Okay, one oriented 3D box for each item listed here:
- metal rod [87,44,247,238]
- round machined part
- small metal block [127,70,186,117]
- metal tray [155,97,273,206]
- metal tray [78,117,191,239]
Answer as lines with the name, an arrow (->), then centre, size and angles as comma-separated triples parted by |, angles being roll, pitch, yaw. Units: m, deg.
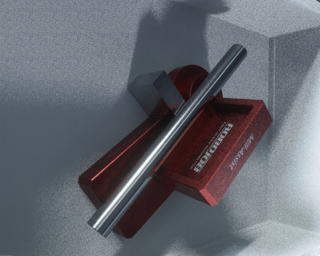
metal rod -> 0.023, -0.002, 0.375 | 0.301, 0.025, 0.025 | -50, 120, -24
round machined part -> 0.052, -0.041, 0.439 | 0.099, 0.042, 0.097 | 0, 90, -40
small metal block -> -0.005, -0.041, 0.386 | 0.025, 0.050, 0.050 | -52, 121, -27
metal tray -> 0.060, 0.020, 0.366 | 0.130, 0.090, 0.030 | -50, 123, -21
metal tray -> -0.024, 0.057, 0.384 | 0.131, 0.030, 0.090 | -42, 116, -32
